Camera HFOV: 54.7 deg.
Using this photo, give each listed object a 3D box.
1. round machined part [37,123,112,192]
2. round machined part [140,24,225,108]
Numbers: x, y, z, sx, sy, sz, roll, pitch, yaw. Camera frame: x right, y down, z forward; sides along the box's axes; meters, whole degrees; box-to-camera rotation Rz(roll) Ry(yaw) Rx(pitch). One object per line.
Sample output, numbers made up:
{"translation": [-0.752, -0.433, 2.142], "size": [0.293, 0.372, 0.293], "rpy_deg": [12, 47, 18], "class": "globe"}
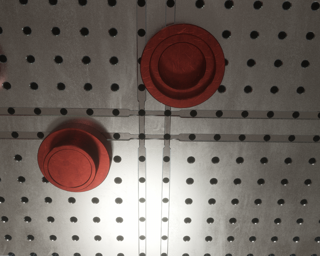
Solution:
{"translation": [-0.117, 0.046, 0.420], "size": [0.099, 0.042, 0.097], "rpy_deg": [0, 110, -1], "class": "round machined part"}
{"translation": [0.026, -0.076, 0.377], "size": [0.099, 0.042, 0.097], "rpy_deg": [0, 110, -1], "class": "round machined part"}
